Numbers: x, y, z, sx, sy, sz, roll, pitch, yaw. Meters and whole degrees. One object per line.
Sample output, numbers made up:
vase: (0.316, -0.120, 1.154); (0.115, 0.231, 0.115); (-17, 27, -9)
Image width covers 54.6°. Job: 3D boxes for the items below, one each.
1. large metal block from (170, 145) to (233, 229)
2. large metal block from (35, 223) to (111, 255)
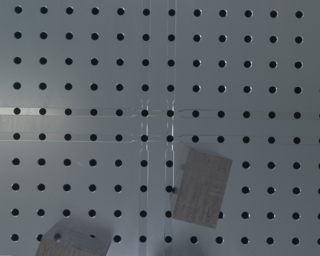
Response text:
large metal block: (0.048, 0.068, 0.386); (0.050, 0.080, 0.080); (14, 90, 0)
large metal block: (-0.119, 0.182, 0.400); (0.080, 0.050, 0.080); (20, 90, 0)
